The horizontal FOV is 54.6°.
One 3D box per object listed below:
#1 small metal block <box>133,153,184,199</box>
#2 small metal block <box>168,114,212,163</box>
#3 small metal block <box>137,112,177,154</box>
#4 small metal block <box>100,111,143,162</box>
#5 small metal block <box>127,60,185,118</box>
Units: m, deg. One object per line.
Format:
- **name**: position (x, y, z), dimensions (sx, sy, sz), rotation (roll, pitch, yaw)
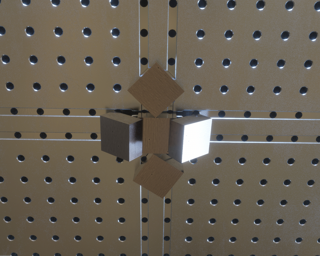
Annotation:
- **small metal block**: position (-0.002, 0.063, 0.436), dimensions (0.050, 0.025, 0.050), rotation (33, 107, -10)
- **small metal block**: position (0.039, 0.012, 0.403), dimensions (0.050, 0.025, 0.050), rotation (-14, 116, -39)
- **small metal block**: position (-0.004, 0.006, 0.415), dimensions (0.050, 0.025, 0.050), rotation (1, 109, -1)
- **small metal block**: position (-0.050, 0.010, 0.403), dimensions (0.050, 0.025, 0.050), rotation (17, 115, 33)
- **small metal block**: position (-0.005, -0.050, 0.395), dimensions (0.050, 0.025, 0.050), rotation (-42, 104, 13)
